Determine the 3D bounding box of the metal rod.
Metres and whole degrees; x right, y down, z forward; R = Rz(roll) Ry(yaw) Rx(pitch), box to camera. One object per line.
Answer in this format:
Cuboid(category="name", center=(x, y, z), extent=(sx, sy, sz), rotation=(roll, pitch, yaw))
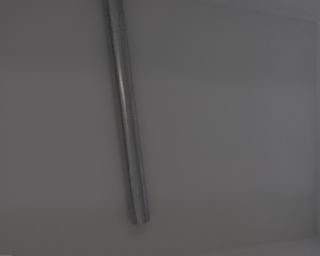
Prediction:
Cuboid(category="metal rod", center=(-0.043, -0.028, 0.394), extent=(0.025, 0.025, 0.298), rotation=(-8, 93, -20))
